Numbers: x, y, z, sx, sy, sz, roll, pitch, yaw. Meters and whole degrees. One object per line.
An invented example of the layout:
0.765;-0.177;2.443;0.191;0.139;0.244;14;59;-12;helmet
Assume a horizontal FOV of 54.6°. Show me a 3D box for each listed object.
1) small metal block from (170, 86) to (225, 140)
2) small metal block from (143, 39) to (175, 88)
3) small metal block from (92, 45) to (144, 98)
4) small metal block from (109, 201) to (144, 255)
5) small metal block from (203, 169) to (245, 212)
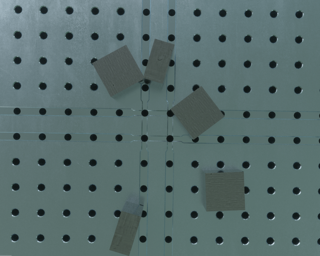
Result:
0.049;-0.020;0.414;0.050;0.025;0.050;-37;90;0;small metal block
-0.001;-0.081;0.401;0.025;0.050;0.050;17;90;0;small metal block
-0.054;-0.074;0.413;0.050;0.025;0.050;-29;90;0;small metal block
-0.042;0.128;0.401;0.025;0.050;0.050;17;90;0;small metal block
0.084;0.082;0.414;0.050;0.025;0.050;-2;90;0;small metal block
